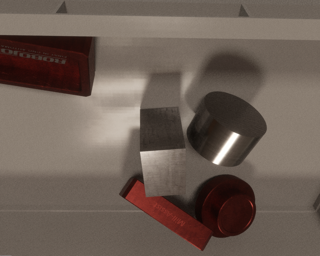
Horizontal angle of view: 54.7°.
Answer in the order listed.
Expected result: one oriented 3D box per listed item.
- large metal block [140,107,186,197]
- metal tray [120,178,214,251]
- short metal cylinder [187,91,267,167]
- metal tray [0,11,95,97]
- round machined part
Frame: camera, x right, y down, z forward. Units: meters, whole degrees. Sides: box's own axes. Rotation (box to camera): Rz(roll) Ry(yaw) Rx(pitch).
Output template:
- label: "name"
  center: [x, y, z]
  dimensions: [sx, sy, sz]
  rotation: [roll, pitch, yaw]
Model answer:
- label: "large metal block"
  center: [0.003, 0.030, 0.396]
  dimensions: [0.050, 0.080, 0.079]
  rotation: [-4, 129, -1]
- label: "metal tray"
  center: [0.004, 0.121, 0.449]
  dimensions: [0.130, 0.030, 0.090]
  rotation: [35, 166, -3]
- label: "short metal cylinder"
  center: [0.079, 0.000, 0.374]
  dimensions: [0.081, 0.080, 0.050]
  rotation: [16, 128, -13]
- label: "metal tray"
  center: [-0.135, -0.073, 0.315]
  dimensions: [0.131, 0.030, 0.090]
  rotation: [8, 159, -8]
- label: "round machined part"
  center: [0.107, 0.125, 0.476]
  dimensions: [0.099, 0.042, 0.097]
  rotation: [-5, 104, -22]
